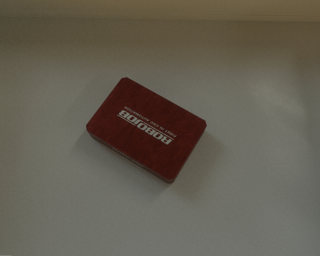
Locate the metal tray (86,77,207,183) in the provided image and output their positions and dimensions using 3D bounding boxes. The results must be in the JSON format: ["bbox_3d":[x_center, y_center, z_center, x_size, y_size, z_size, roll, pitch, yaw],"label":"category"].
[{"bbox_3d":[-0.017,0.001,0.406,0.130,0.030,0.090,30,72,10],"label":"metal tray"}]
